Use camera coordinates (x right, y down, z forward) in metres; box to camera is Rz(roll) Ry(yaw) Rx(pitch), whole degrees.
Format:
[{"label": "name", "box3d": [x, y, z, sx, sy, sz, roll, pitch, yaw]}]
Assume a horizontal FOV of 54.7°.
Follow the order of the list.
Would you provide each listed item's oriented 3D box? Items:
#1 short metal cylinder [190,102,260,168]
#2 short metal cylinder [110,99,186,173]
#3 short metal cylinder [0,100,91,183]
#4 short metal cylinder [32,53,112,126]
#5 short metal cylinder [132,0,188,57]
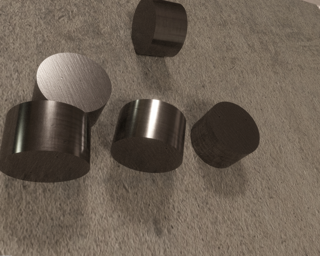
[{"label": "short metal cylinder", "box3d": [0.090, 0.010, 0.432, 0.081, 0.050, 0.080, 14, 56, -21]}, {"label": "short metal cylinder", "box3d": [-0.012, 0.011, 0.357, 0.080, 0.080, 0.050, 20, 54, -17]}, {"label": "short metal cylinder", "box3d": [-0.109, 0.016, 0.301, 0.081, 0.080, 0.050, 8, 58, -24]}, {"label": "short metal cylinder", "box3d": [-0.102, -0.039, 0.358, 0.081, 0.050, 0.080, 14, 56, -21]}, {"label": "short metal cylinder", "box3d": [-0.003, -0.148, 0.459, 0.050, 0.080, 0.080, -1, 62, -29]}]
